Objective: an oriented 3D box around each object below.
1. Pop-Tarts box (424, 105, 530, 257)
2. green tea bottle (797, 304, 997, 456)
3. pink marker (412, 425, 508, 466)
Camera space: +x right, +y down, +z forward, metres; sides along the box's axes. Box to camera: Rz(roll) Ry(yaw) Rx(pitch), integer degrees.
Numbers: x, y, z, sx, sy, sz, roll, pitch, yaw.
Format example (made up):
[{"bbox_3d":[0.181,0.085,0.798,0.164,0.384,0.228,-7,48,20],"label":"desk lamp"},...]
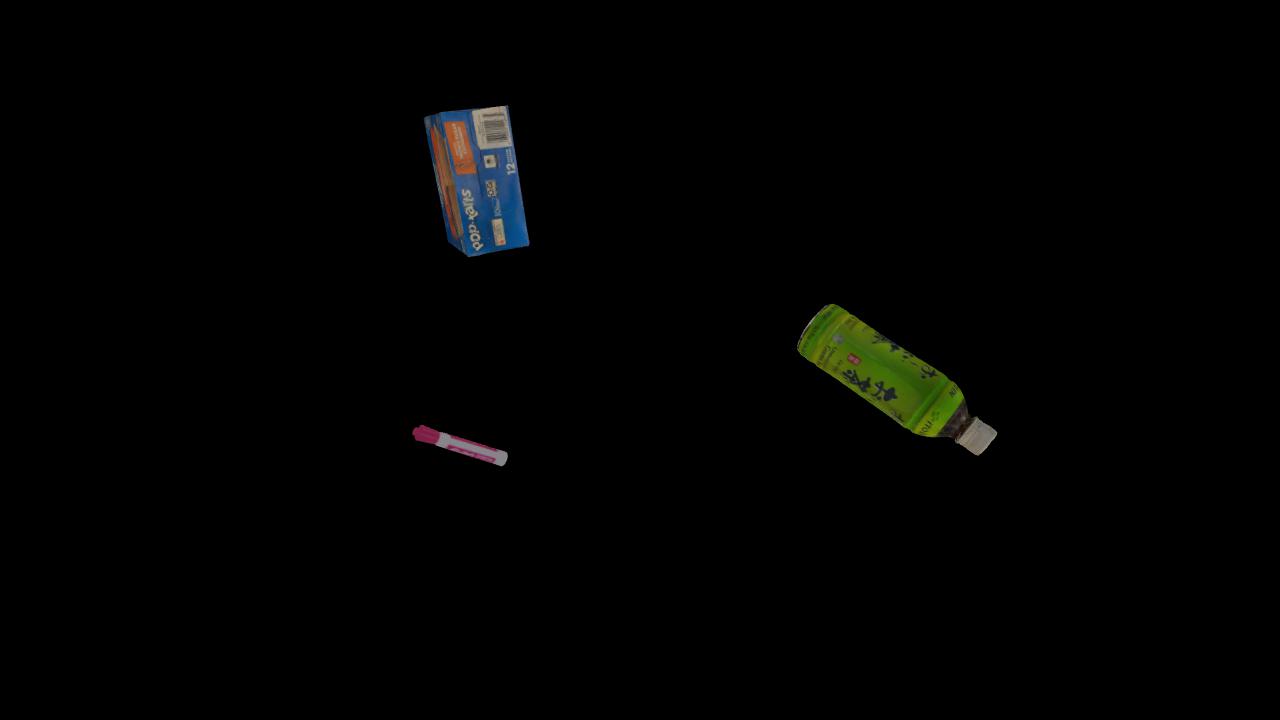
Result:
[{"bbox_3d":[-0.211,-0.229,0.786,0.083,0.167,0.141,-14,23,-22],"label":"Pop-Tarts box"},{"bbox_3d":[0.271,0.023,0.654,0.212,0.073,0.073,38,17,23],"label":"green tea bottle"},{"bbox_3d":[-0.215,0.103,0.740,0.121,0.020,0.020,27,-16,-36],"label":"pink marker"}]
